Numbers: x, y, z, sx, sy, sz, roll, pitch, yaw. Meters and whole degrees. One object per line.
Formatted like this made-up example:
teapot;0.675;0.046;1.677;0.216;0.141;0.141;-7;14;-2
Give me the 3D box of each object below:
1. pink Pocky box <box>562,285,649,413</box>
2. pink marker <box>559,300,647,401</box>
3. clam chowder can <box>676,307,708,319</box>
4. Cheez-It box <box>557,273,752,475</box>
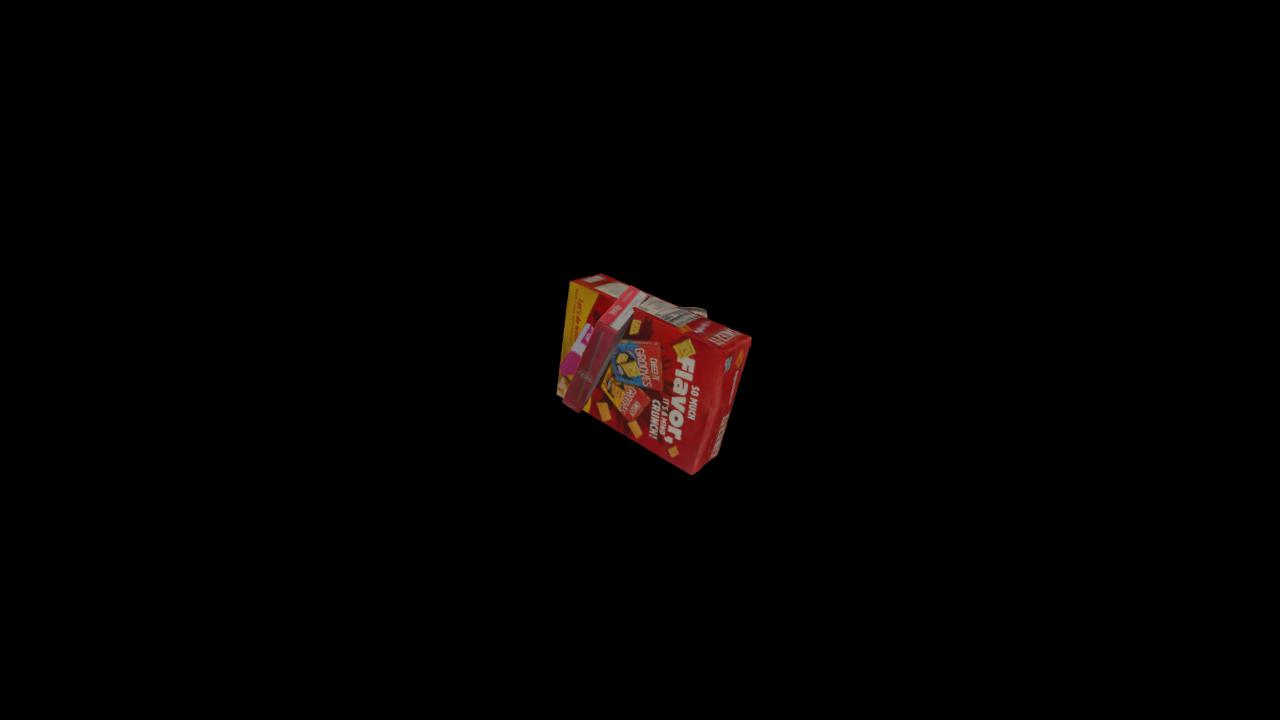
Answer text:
pink Pocky box;-0.043;-0.011;0.740;0.029;0.155;0.084;33;44;5
pink marker;-0.061;-0.032;0.732;0.020;0.121;0.020;24;-25;12
clam chowder can;0.049;-0.009;0.739;0.068;0.102;0.068;-1;-6;0
Cheez-It box;0.007;0.010;0.741;0.223;0.166;0.071;27;31;28
